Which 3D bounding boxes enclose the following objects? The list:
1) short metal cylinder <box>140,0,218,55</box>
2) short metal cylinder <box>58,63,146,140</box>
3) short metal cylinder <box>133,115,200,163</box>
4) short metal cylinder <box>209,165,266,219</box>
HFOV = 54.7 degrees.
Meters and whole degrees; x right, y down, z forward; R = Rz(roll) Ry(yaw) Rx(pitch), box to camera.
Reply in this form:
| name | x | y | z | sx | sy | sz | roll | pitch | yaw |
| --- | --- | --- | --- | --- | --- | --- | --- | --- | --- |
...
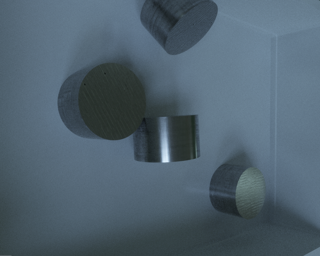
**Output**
| name | x | y | z | sx | sy | sz | roll | pitch | yaw |
| --- | --- | --- | --- | --- | --- | --- | --- | --- | --- |
| short metal cylinder | 0.023 | -0.137 | 0.381 | 0.081 | 0.080 | 0.050 | -26 | 70 | -37 |
| short metal cylinder | -0.063 | -0.027 | 0.338 | 0.081 | 0.050 | 0.080 | 0 | 90 | -40 |
| short metal cylinder | 0.008 | 0.011 | 0.377 | 0.081 | 0.080 | 0.050 | -5 | 94 | -40 |
| short metal cylinder | 0.125 | 0.100 | 0.495 | 0.081 | 0.050 | 0.080 | 0 | 90 | -40 |
